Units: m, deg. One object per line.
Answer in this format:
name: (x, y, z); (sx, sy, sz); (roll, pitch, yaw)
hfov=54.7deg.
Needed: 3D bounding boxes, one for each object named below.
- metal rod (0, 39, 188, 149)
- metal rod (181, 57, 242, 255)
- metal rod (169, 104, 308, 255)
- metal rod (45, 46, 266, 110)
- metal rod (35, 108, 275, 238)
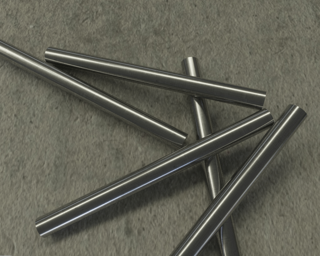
metal rod: (-0.101, -0.049, 0.424); (0.301, 0.025, 0.025); (27, 72, 9)
metal rod: (0.065, 0.044, 0.392); (0.025, 0.025, 0.299); (-8, 70, -3)
metal rod: (0.065, 0.094, 0.348); (0.025, 0.025, 0.300); (39, 84, 12)
metal rod: (-0.015, -0.069, 0.414); (0.301, 0.025, 0.025); (14, 71, 12)
metal rod: (-0.004, 0.052, 0.370); (0.301, 0.025, 0.025); (-26, 72, -2)
